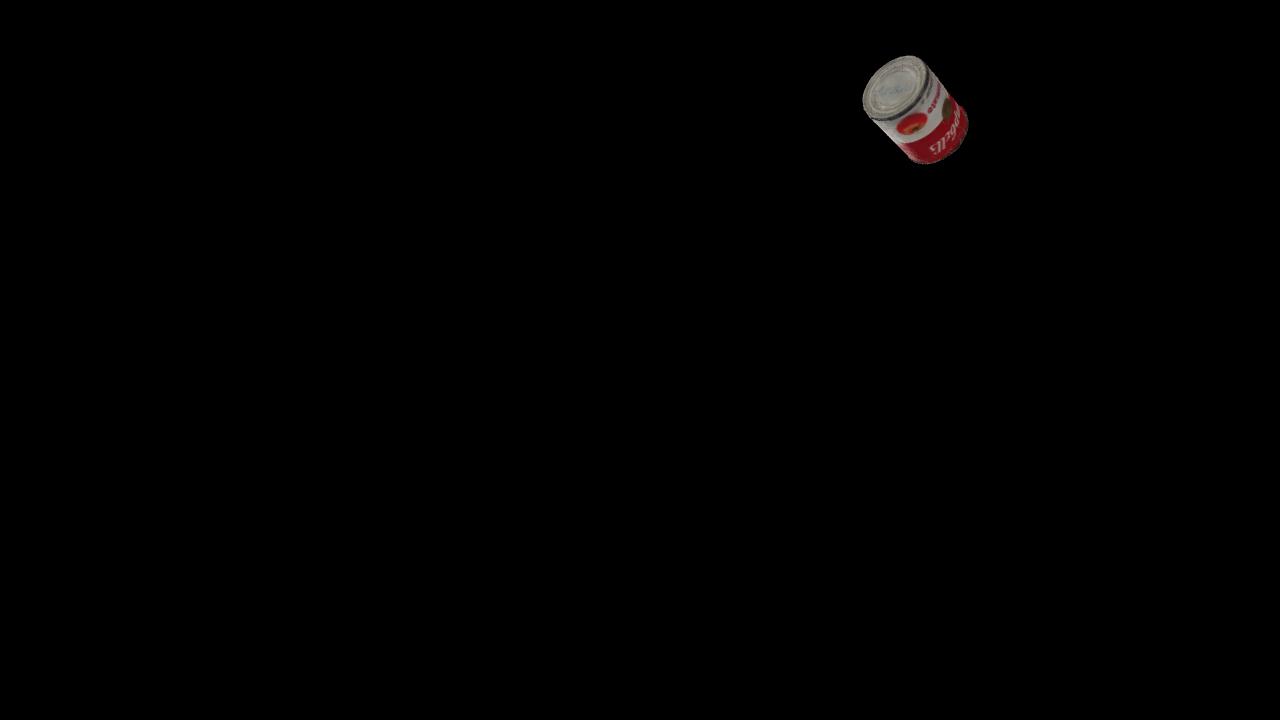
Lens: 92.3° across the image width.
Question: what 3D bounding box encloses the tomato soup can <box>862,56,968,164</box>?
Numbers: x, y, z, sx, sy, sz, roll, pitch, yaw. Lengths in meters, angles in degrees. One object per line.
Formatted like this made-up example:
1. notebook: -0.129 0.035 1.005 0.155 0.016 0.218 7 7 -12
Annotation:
1. tomato soup can: 0.282 -0.255 0.631 0.101 0.068 0.068 18 -12 -40
